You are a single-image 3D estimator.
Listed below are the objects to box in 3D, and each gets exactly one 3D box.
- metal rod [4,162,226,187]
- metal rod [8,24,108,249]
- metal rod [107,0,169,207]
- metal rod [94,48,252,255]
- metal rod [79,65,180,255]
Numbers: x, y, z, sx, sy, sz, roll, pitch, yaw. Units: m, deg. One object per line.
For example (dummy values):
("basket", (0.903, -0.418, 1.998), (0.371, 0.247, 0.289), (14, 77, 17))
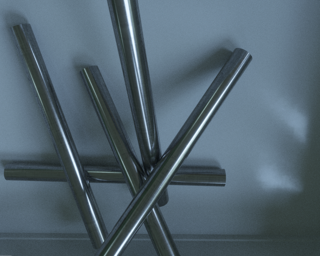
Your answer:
("metal rod", (-0.060, 0.065, 0.434), (0.302, 0.025, 0.025), (2, 110, -1))
("metal rod", (-0.123, 0.020, 0.397), (0.025, 0.025, 0.298), (-16, 102, 6))
("metal rod", (-0.017, -0.014, 0.332), (0.025, 0.025, 0.298), (-7, 130, 2))
("metal rod", (0.018, 0.032, 0.361), (0.025, 0.025, 0.300), (36, 82, -12))
("metal rod", (-0.029, 0.064, 0.379), (0.025, 0.025, 0.299), (-24, 88, 8))
